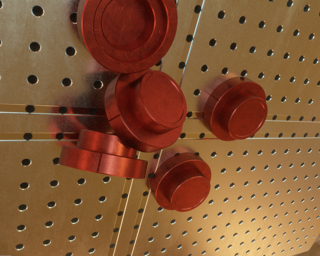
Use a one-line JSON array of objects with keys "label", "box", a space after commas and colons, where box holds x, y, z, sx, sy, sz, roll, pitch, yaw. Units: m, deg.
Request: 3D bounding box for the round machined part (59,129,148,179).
[{"label": "round machined part", "box": [-0.062, 0.029, 0.357, 0.099, 0.098, 0.042, 15, 82, -35]}]

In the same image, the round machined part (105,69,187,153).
[{"label": "round machined part", "box": [-0.008, -0.025, 0.344, 0.099, 0.098, 0.042, 21, 147, -36]}]

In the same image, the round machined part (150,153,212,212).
[{"label": "round machined part", "box": [0.038, 0.091, 0.479, 0.099, 0.042, 0.097, -14, 125, -21]}]

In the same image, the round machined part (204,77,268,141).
[{"label": "round machined part", "box": [0.117, -0.022, 0.453, 0.099, 0.042, 0.097, -14, 125, -21]}]

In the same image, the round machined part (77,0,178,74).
[{"label": "round machined part", "box": [-0.035, -0.109, 0.315, 0.099, 0.042, 0.097, -14, 124, -21]}]
